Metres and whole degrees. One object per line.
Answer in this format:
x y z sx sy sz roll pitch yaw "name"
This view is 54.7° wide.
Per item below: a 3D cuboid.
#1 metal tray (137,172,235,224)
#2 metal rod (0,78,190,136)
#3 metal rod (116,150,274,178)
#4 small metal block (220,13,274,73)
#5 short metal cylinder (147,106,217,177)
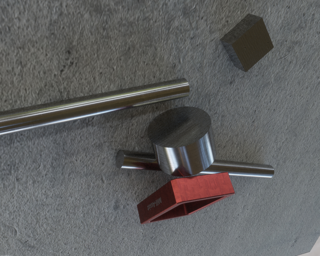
0.032 0.102 0.442 0.091 0.030 0.129 -2 154 -28 "metal tray"
-0.105 -0.018 0.338 0.302 0.025 0.025 -14 124 -21 "metal rod"
0.073 0.060 0.486 0.302 0.025 0.025 9 114 -33 "metal rod"
0.114 -0.110 0.403 0.050 0.025 0.050 -42 130 0 "small metal block"
0.029 0.016 0.399 0.080 0.080 0.050 -26 128 -12 "short metal cylinder"
